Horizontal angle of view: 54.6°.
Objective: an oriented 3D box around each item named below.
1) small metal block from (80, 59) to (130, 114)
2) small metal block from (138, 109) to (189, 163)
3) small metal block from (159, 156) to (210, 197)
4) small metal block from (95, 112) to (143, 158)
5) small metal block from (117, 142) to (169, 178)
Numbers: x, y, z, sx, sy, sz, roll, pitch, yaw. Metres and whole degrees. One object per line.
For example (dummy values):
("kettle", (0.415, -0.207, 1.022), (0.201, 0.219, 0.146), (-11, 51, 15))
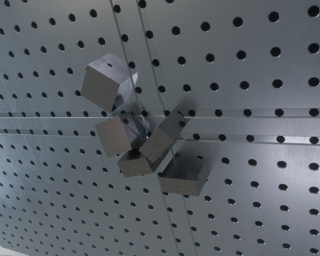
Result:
("small metal block", (-0.074, -0.056, 0.417), (0.050, 0.025, 0.050), (32, 129, 7))
("small metal block", (0.005, 0.010, 0.399), (0.025, 0.050, 0.050), (41, 129, 0))
("small metal block", (0.034, 0.063, 0.417), (0.050, 0.050, 0.025), (2, 119, 27))
("small metal block", (-0.059, 0.010, 0.441), (0.050, 0.025, 0.050), (-21, 91, 36))
("small metal block", (-0.024, 0.041, 0.434), (0.050, 0.050, 0.025), (-14, 111, 34))
